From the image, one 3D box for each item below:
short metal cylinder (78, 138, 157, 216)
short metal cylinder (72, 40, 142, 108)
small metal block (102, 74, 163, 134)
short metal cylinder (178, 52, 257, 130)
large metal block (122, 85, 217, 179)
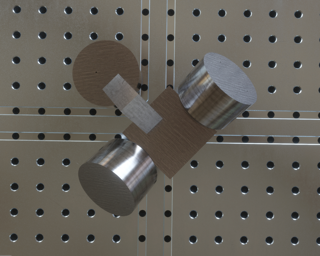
[{"bbox_3d":[-0.051,0.059,0.376,0.080,0.050,0.079,18,130,23],"label":"short metal cylinder"},{"bbox_3d":[-0.065,-0.066,0.397,0.081,0.050,0.079,0,90,0],"label":"short metal cylinder"},{"bbox_3d":[-0.031,-0.027,0.347,0.025,0.050,0.050,-45,47,2],"label":"small metal block"},{"bbox_3d":[0.069,-0.045,0.376,0.080,0.080,0.050,43,129,0],"label":"short metal cylinder"},{"bbox_3d":[0.012,0.005,0.395,0.080,0.050,0.080,44,90,0],"label":"large metal block"}]
